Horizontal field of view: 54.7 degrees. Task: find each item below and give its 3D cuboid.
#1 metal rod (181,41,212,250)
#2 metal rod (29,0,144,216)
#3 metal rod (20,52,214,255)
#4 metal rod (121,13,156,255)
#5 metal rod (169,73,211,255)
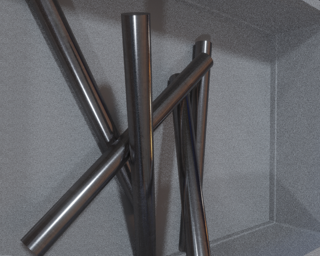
[{"bbox_3d":[0.053,0.023,0.451,0.025,0.025,0.298,7,85,-40],"label":"metal rod"},{"bbox_3d":[-0.073,-0.024,0.345,0.025,0.025,0.299,-36,112,-34],"label":"metal rod"},{"bbox_3d":[-0.028,0.009,0.348,0.301,0.025,0.025,-48,119,-27],"label":"metal rod"},{"bbox_3d":[-0.019,0.037,0.328,0.025,0.025,0.298,-23,124,-38],"label":"metal rod"},{"bbox_3d":[0.034,0.061,0.355,0.025,0.025,0.299,23,51,-38],"label":"metal rod"}]
